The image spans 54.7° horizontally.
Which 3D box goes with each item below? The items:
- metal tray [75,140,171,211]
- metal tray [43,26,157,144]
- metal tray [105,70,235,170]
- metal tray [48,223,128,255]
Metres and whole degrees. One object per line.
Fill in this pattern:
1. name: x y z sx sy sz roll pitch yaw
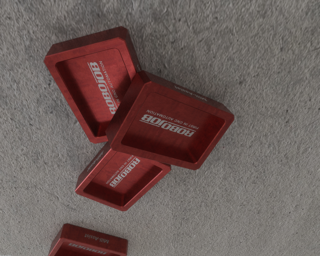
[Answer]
1. metal tray: -0.056 0.068 0.460 0.090 0.030 0.129 28 125 -22
2. metal tray: -0.062 -0.044 0.365 0.090 0.030 0.129 -12 129 10
3. metal tray: 0.014 -0.003 0.368 0.131 0.030 0.089 18 115 -32
4. metal tray: -0.140 0.237 0.603 0.131 0.030 0.089 23 127 -19
